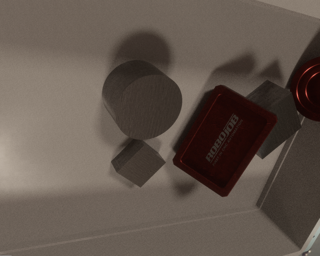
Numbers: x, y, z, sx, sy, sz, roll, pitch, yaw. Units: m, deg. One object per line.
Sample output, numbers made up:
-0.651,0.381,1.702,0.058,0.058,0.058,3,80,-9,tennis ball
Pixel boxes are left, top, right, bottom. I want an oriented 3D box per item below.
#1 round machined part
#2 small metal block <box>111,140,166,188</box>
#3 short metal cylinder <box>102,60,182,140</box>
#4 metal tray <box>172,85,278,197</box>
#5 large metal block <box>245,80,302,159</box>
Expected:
0.256,-0.058,0.471,0.042,0.098,0.097,-5,122,-47,round machined part
-0.029,0.047,0.423,0.050,0.025,0.050,-45,130,3,small metal block
-0.021,-0.033,0.362,0.081,0.050,0.079,-14,125,-21,short metal cylinder
0.087,0.017,0.427,0.129,0.090,0.030,-61,165,15,metal tray
0.161,-0.012,0.476,0.080,0.050,0.080,-39,130,-2,large metal block
